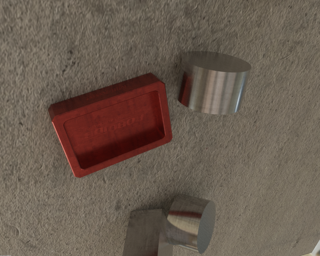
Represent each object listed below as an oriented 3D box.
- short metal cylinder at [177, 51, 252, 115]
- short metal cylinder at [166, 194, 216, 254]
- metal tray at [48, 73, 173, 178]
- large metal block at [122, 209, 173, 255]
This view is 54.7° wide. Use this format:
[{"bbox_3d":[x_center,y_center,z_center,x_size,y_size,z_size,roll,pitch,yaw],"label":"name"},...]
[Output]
[{"bbox_3d":[0.063,-0.056,0.371,0.081,0.080,0.050,-7,122,-25],"label":"short metal cylinder"},{"bbox_3d":[0.050,0.148,0.485,0.080,0.050,0.079,-24,118,-58],"label":"short metal cylinder"},{"bbox_3d":[-0.053,-0.004,0.372,0.131,0.030,0.089,-21,127,-16],"label":"metal tray"},{"bbox_3d":[-0.015,0.181,0.466,0.050,0.080,0.080,-8,128,13],"label":"large metal block"}]
